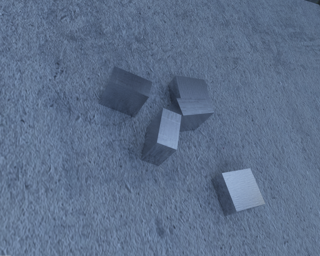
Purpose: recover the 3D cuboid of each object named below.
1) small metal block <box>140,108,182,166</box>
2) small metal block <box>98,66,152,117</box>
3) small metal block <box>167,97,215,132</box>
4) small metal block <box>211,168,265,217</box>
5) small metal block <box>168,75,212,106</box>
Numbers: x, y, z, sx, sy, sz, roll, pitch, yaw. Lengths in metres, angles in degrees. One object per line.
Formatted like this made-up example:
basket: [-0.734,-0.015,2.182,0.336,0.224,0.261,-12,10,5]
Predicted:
small metal block: [0.001,0.012,0.381,0.025,0.050,0.050,21,54,-16]
small metal block: [-0.044,-0.044,0.391,0.050,0.050,0.025,21,54,-16]
small metal block: [0.036,-0.017,0.417,0.050,0.050,0.025,-7,65,-31]
small metal block: [0.103,0.084,0.408,0.050,0.025,0.050,-4,64,-30]
small metal block: [0.044,-0.047,0.456,0.050,0.025,0.050,4,60,-27]
